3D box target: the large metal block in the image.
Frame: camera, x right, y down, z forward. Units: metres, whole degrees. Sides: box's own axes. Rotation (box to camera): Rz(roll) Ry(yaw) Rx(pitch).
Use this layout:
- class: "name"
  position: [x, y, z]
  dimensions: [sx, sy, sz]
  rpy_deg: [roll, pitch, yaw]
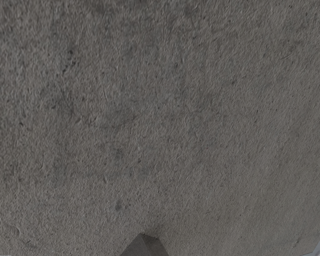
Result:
- class: "large metal block"
  position: [-0.026, 0.234, 0.502]
  dimensions: [0.050, 0.080, 0.080]
  rpy_deg: [34, 99, -39]
